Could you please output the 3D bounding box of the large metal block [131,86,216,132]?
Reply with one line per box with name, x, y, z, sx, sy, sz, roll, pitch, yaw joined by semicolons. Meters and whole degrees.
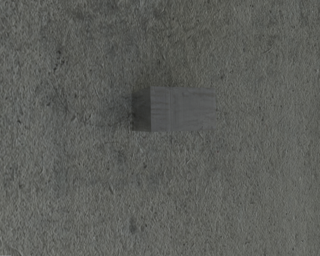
large metal block;0.014;-0.022;0.387;0.081;0.080;0.050;-1;91;-20
